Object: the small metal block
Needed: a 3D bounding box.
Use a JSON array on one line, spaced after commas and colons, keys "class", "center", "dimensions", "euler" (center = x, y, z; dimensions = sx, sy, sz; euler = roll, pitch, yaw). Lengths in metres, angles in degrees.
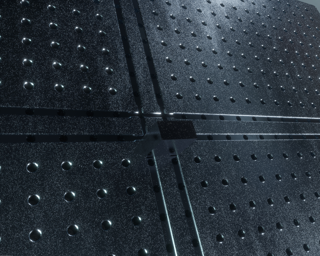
[{"class": "small metal block", "center": [0.011, 0.014, 0.391], "dimensions": [0.050, 0.050, 0.025], "euler": [-1, 63, -29]}]
